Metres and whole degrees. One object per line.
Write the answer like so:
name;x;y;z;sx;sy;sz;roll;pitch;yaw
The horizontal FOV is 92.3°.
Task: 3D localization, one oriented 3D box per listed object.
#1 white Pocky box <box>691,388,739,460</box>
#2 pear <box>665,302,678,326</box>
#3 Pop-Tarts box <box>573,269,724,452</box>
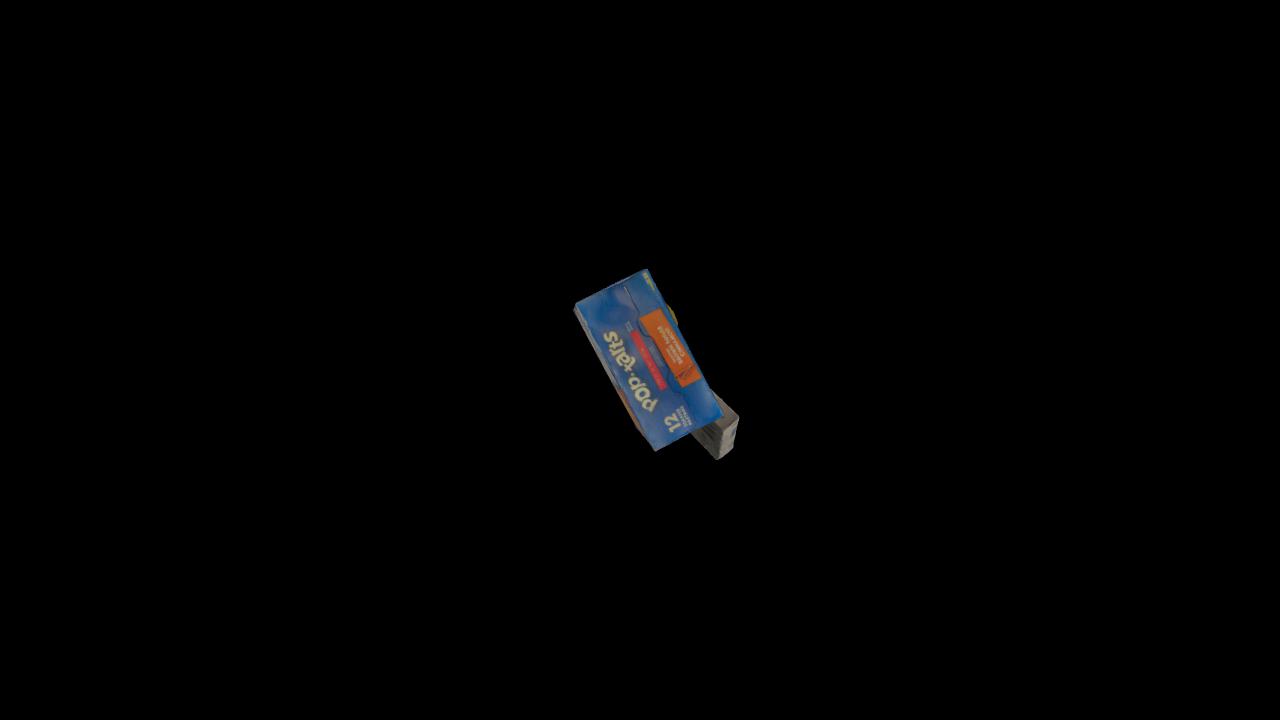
white Pocky box;0.044;0.035;0.677;0.028;0.154;0.084;-37;-26;-16
pear;0.006;-0.020;0.751;0.080;0.111;0.080;1;33;-1
Pop-Tarts box;0.003;-0.003;0.665;0.083;0.167;0.141;-29;5;-5
